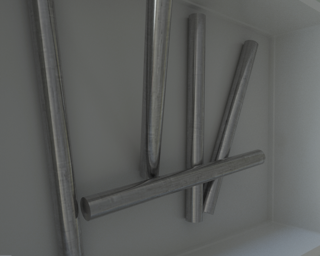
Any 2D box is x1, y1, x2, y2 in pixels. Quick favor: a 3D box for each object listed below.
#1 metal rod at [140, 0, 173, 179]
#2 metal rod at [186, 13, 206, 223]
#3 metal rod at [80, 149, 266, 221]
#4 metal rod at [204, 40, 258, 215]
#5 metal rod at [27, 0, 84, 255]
[{"bbox_3d":[-0.004,-0.068,0.323,0.025,0.025,0.298,-23,131,-38],"label":"metal rod"},{"bbox_3d":[0.052,-0.015,0.452,0.025,0.025,0.298,2,89,-40],"label":"metal rod"},{"bbox_3d":[0.042,0.065,0.411,0.303,0.025,0.025,-9,96,-37],"label":"metal rod"},{"bbox_3d":[0.114,-0.010,0.504,0.025,0.025,0.299,30,71,-37],"label":"metal rod"},{"bbox_3d":[-0.106,0.004,0.318,0.025,0.025,0.298,-9,96,-40],"label":"metal rod"}]
